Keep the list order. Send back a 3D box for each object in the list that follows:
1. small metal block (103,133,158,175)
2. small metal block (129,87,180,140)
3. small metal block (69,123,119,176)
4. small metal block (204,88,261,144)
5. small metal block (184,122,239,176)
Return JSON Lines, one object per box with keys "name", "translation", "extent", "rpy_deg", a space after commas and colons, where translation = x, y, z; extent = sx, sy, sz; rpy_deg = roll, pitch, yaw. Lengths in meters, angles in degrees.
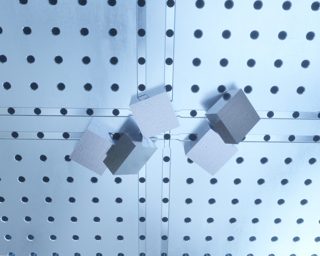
{"name": "small metal block", "translation": [-0.038, 0.035, 0.411], "extent": [0.025, 0.050, 0.050], "rpy_deg": [47, 108, 28]}
{"name": "small metal block", "translation": [-0.007, -0.019, 0.406], "extent": [0.050, 0.025, 0.050], "rpy_deg": [-21, 109, 7]}
{"name": "small metal block", "translation": [-0.087, 0.029, 0.423], "extent": [0.050, 0.025, 0.050], "rpy_deg": [32, 107, -12]}
{"name": "small metal block", "translation": [0.094, -0.015, 0.397], "extent": [0.050, 0.025, 0.050], "rpy_deg": [-44, 108, -20]}
{"name": "small metal block", "translation": [0.069, 0.029, 0.425], "extent": [0.050, 0.025, 0.050], "rpy_deg": [38, 106, -13]}
